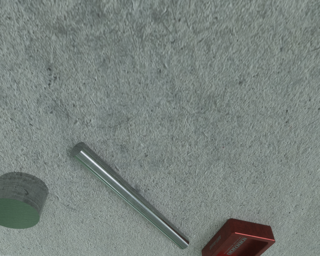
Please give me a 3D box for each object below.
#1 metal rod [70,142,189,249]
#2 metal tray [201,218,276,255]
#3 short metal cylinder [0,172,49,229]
[{"bbox_3d":[-0.035,0.125,0.513,0.025,0.025,0.300,-26,126,20],"label":"metal rod"},{"bbox_3d":[0.148,0.230,0.601,0.091,0.030,0.129,15,129,-13],"label":"metal tray"},{"bbox_3d":[-0.223,0.114,0.486,0.081,0.050,0.079,0,130,0],"label":"short metal cylinder"}]
